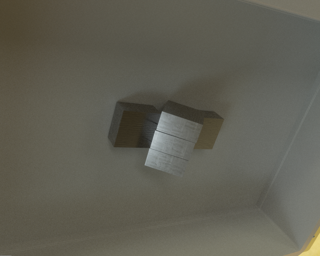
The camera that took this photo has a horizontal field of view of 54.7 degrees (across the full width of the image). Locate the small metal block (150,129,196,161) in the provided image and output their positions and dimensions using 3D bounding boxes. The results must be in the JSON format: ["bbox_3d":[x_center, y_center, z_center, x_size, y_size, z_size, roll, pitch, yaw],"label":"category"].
[{"bbox_3d":[0.019,0.013,0.397,0.050,0.050,0.025,18,113,3],"label":"small metal block"}]

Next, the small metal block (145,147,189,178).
[{"bbox_3d":[0.012,0.035,0.407,0.050,0.050,0.025,18,113,3],"label":"small metal block"}]

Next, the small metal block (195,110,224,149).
[{"bbox_3d":[0.056,0.002,0.441,0.050,0.025,0.050,3,117,-30],"label":"small metal block"}]

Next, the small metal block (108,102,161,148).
[{"bbox_3d":[-0.033,-0.003,0.388,0.050,0.025,0.050,4,117,-31],"label":"small metal block"}]

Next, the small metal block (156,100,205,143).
[{"bbox_3d":[0.027,-0.009,0.388,0.050,0.050,0.025,19,112,3],"label":"small metal block"}]
